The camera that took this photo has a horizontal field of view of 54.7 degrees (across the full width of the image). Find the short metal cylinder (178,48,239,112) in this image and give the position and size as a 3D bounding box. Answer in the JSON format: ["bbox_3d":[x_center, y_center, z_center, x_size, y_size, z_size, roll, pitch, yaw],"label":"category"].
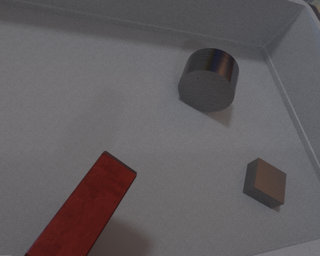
[{"bbox_3d":[0.072,-0.069,0.453,0.080,0.080,0.050,29,52,-11],"label":"short metal cylinder"}]

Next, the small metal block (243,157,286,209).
[{"bbox_3d":[0.150,0.078,0.441,0.050,0.025,0.050,30,52,-9],"label":"small metal block"}]

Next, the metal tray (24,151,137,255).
[{"bbox_3d":[-0.073,0.082,0.249,0.030,0.129,0.090,37,51,-5],"label":"metal tray"}]
